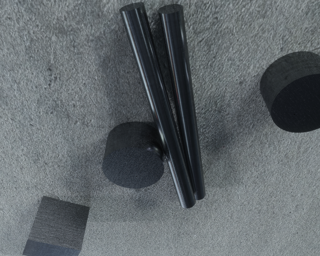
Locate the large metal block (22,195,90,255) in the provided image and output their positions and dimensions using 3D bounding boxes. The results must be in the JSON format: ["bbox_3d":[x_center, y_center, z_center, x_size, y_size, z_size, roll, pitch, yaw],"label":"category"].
[{"bbox_3d":[-0.169,0.168,0.513,0.080,0.080,0.050,19,127,-16],"label":"large metal block"}]

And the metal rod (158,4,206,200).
[{"bbox_3d":[0.035,-0.006,0.402,0.025,0.025,0.298,-8,130,6],"label":"metal rod"}]

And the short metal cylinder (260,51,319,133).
[{"bbox_3d":[0.162,-0.041,0.358,0.081,0.050,0.079,0,130,0],"label":"short metal cylinder"}]

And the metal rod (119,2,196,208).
[{"bbox_3d":[0.007,-0.003,0.391,0.025,0.025,0.298,-11,126,9],"label":"metal rod"}]

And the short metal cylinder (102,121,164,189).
[{"bbox_3d":[-0.035,0.038,0.422,0.081,0.050,0.079,0,130,0],"label":"short metal cylinder"}]
